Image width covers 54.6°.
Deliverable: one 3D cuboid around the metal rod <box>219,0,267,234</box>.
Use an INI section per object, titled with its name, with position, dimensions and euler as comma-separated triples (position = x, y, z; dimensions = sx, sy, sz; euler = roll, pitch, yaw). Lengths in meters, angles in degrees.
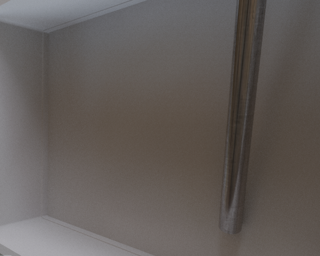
[metal rod]
position = 0.079, -0.031, 0.295
dimensions = 0.025, 0.025, 0.298
euler = 17, 115, 39
